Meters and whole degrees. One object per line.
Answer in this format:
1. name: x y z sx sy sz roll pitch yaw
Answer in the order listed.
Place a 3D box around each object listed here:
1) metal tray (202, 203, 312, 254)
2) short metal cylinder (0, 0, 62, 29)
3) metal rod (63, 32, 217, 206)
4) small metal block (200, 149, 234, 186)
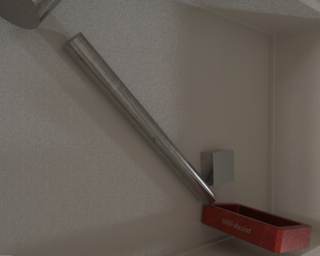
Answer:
1. metal tray: 0.139 0.142 0.457 0.091 0.130 0.030 12 86 -40
2. short metal cylinder: -0.124 -0.134 0.267 0.080 0.080 0.050 44 63 -32
3. metal rod: -0.009 0.007 0.400 0.300 0.025 0.025 50 60 -29
4. small metal block: 0.090 0.061 0.485 0.050 0.025 0.050 -3 92 -40
